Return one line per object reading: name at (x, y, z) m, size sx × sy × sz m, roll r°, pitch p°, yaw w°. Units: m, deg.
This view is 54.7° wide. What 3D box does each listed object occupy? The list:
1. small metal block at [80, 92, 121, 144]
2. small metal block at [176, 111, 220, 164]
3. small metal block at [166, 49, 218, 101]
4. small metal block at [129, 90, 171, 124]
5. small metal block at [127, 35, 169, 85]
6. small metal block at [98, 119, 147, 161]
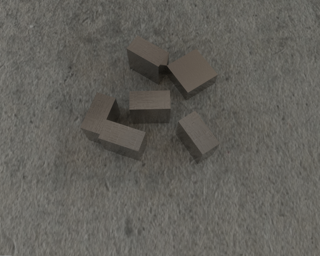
small metal block at (-0.075, -0.010, 0.398) m, size 0.025 × 0.050 × 0.050 m, roll 18°, pitch 71°, yaw 6°
small metal block at (0.046, 0.013, 0.391) m, size 0.025 × 0.050 × 0.050 m, roll -32°, pitch 74°, yaw -11°
small metal block at (0.044, -0.075, 0.436) m, size 0.050 × 0.025 × 0.050 m, roll -32°, pitch 73°, yaw -11°
small metal block at (-0.013, -0.026, 0.404) m, size 0.050 × 0.050 × 0.025 m, roll -1°, pitch 70°, yaw -1°
small metal block at (-0.016, -0.093, 0.429) m, size 0.050 × 0.050 × 0.025 m, roll 32°, pitch 73°, yaw 10°
small metal block at (-0.045, 0.017, 0.388) m, size 0.050 × 0.050 × 0.025 m, roll 18°, pitch 71°, yaw 6°
